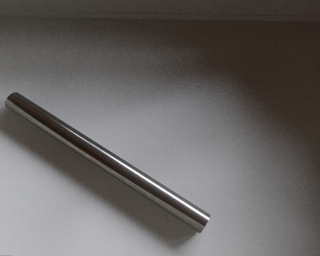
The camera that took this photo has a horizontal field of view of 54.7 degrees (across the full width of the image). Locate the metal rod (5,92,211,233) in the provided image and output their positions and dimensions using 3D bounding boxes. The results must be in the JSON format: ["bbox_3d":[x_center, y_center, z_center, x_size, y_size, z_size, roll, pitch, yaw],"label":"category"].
[{"bbox_3d":[-0.073,0.038,0.394,0.301,0.025,0.025,31,73,10],"label":"metal rod"}]
